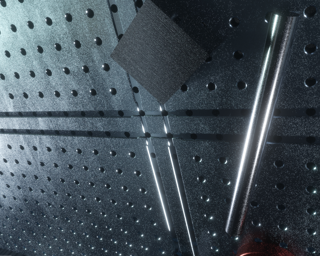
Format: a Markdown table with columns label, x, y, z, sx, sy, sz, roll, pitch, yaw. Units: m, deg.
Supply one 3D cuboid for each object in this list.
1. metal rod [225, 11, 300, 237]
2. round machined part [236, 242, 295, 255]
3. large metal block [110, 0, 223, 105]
| label | x | y | z | sx | sy | sz | roll | pitch | yaw |
| --- | --- | --- | --- | --- | --- | --- | --- | --- | --- |
| metal rod | 0.111 | 0.020 | 0.364 | 0.025 | 0.025 | 0.298 | 15 | 125 | 19 |
| round machined part | 0.156 | 0.218 | 0.452 | 0.098 | 0.042 | 0.097 | 13 | 124 | 20 |
| large metal block | 0.006 | -0.086 | 0.337 | 0.080 | 0.050 | 0.080 | 43 | 129 | -2 |
